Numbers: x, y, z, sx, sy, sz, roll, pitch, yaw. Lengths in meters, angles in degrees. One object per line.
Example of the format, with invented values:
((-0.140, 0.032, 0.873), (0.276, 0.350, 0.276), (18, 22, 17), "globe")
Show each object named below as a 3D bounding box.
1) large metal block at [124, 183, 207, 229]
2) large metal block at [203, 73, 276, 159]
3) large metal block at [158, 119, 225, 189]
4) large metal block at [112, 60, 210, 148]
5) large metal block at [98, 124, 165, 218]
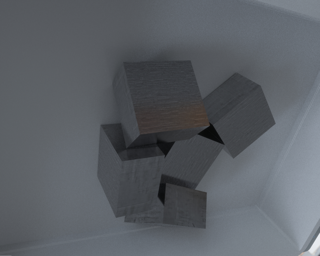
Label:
((0.008, 0.112, 0.439), (0.080, 0.080, 0.050), (21, 65, -38), "large metal block")
((0.107, -0.017, 0.441), (0.080, 0.050, 0.080), (-40, 130, -2), "large metal block")
((0.028, 0.033, 0.430), (0.080, 0.050, 0.080), (21, 107, -36), "large metal block")
((-0.001, -0.027, 0.348), (0.081, 0.080, 0.050), (-7, 163, -24), "large metal block")
((-0.040, 0.048, 0.381), (0.050, 0.080, 0.079), (-6, 121, -26), "large metal block")
